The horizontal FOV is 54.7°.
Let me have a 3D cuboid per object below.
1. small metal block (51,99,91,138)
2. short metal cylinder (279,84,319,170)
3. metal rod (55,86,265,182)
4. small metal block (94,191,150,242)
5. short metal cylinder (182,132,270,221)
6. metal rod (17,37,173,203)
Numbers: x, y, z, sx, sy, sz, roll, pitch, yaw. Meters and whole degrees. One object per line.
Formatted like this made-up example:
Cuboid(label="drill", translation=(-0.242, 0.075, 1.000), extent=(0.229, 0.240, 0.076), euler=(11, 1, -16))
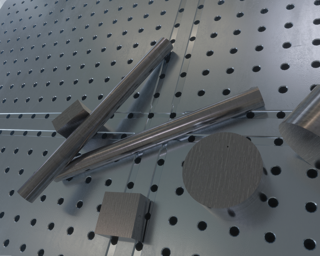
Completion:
Cuboid(label="small metal block", translation=(-0.121, -0.006, 0.460), extent=(0.050, 0.050, 0.025), euler=(-40, 51, 1))
Cuboid(label="short metal cylinder", translation=(0.160, 0.005, 0.286), extent=(0.050, 0.080, 0.080), euler=(-46, 51, -3))
Cuboid(label="metal rod", translation=(-0.015, 0.014, 0.407), extent=(0.301, 0.025, 0.025), euler=(-21, 54, 15))
Cuboid(label="small metal block", translation=(-0.044, 0.104, 0.367), extent=(0.050, 0.025, 0.050), euler=(-3, 60, 26))
Cuboid(label="short metal cylinder", translation=(0.070, 0.051, 0.324), extent=(0.080, 0.050, 0.080), euler=(-13, 56, 21))
Cuboid(label="metal rod", translation=(-0.082, -0.021, 0.443), extent=(0.025, 0.025, 0.300), euler=(28, 70, 37))
